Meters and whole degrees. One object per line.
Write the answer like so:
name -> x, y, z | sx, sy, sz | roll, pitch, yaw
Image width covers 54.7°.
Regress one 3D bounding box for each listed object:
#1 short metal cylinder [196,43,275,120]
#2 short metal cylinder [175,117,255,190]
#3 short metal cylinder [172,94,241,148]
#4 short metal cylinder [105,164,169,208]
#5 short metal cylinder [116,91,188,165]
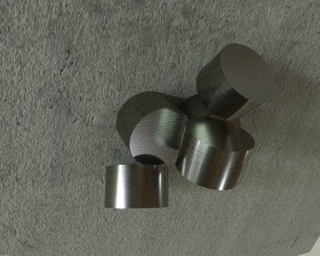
short metal cylinder -> 0.092, -0.056, 0.381 | 0.081, 0.080, 0.050 | 0, 156, -29
short metal cylinder -> 0.063, 0.027, 0.360 | 0.081, 0.080, 0.050 | -2, 119, -28
short metal cylinder -> 0.062, -0.001, 0.427 | 0.081, 0.050, 0.079 | -14, 125, -21
short metal cylinder -> -0.029, 0.075, 0.396 | 0.081, 0.080, 0.050 | 7, 76, -32
short metal cylinder -> -0.009, 0.000, 0.388 | 0.081, 0.050, 0.079 | -14, 125, -21
